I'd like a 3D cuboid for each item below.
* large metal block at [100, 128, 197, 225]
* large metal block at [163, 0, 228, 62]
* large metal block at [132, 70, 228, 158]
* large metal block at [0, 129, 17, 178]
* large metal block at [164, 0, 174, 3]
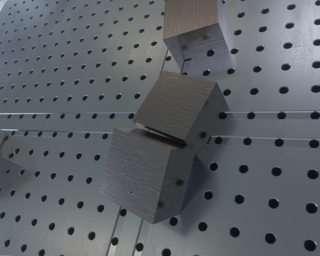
[{"bbox_3d":[-0.015,0.049,0.350,0.080,0.050,0.080,19,99,35],"label":"large metal block"},{"bbox_3d":[0.053,-0.154,0.460,0.080,0.050,0.080,-11,57,22],"label":"large metal block"},{"bbox_3d":[0.026,-0.019,0.391,0.080,0.050,0.080,20,72,35],"label":"large metal block"},{"bbox_3d":[-0.298,0.049,0.521,0.080,0.050,0.080,-39,51,2],"label":"large metal block"},{"bbox_3d":[0.040,-0.276,0.541,0.080,0.050,0.080,-5,59,25],"label":"large metal block"}]
